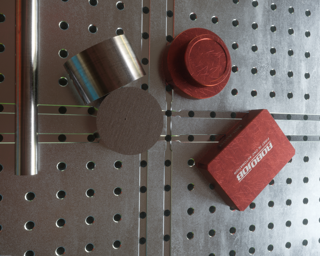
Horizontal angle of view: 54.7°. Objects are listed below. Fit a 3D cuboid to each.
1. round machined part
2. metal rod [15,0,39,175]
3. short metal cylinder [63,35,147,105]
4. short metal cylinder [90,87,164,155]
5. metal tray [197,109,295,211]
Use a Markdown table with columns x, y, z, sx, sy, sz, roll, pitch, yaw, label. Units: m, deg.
| x | y | z | sx | sy | sz | roll | pitch | yaw | label |
| --- | --- | --- | --- | --- | --- | --- | --- | --- | --- |
| 0.056 | -0.089 | 0.424 | 0.099 | 0.042 | 0.097 | 0 | 90 | -20 | round machined part |
| -0.153 | -0.097 | 0.355 | 0.025 | 0.025 | 0.298 | 0 | 90 | -20 | metal rod |
| -0.063 | -0.067 | 0.360 | 0.080 | 0.080 | 0.050 | -30 | 100 | -18 | short metal cylinder |
| -0.042 | -0.008 | 0.384 | 0.081 | 0.050 | 0.080 | 0 | 90 | -20 | short metal cylinder |
| 0.130 | 0.045 | 0.458 | 0.130 | 0.030 | 0.090 | -42 | 104 | -15 | metal tray |
